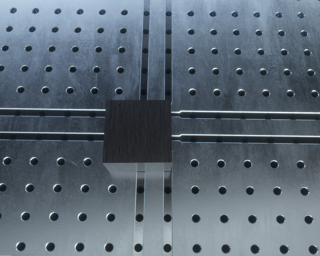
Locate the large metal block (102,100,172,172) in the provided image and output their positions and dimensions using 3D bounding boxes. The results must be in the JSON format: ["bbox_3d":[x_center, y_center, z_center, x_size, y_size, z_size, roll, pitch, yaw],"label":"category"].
[{"bbox_3d":[-0.026,0.011,0.394,0.081,0.050,0.080,0,70,-1],"label":"large metal block"}]
